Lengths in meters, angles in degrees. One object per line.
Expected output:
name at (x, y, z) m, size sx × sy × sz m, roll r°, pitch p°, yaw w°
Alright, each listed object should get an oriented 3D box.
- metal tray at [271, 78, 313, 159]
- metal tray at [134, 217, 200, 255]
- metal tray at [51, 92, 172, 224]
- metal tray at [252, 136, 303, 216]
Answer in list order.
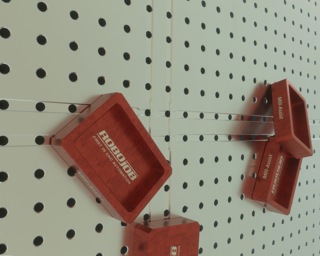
metal tray at (0.250, -0.018, 0.587) m, size 0.090 × 0.030 × 0.130 m, roll 32°, pitch 52°, yaw -35°
metal tray at (0.008, 0.191, 0.412) m, size 0.091 × 0.030 × 0.129 m, roll 6°, pitch 86°, yaw -40°
metal tray at (-0.049, 0.035, 0.363) m, size 0.090 × 0.030 × 0.130 m, roll -47°, pitch 118°, yaw -29°
metal tray at (0.229, 0.091, 0.595) m, size 0.090 × 0.030 × 0.130 m, roll 33°, pitch 70°, yaw -35°
